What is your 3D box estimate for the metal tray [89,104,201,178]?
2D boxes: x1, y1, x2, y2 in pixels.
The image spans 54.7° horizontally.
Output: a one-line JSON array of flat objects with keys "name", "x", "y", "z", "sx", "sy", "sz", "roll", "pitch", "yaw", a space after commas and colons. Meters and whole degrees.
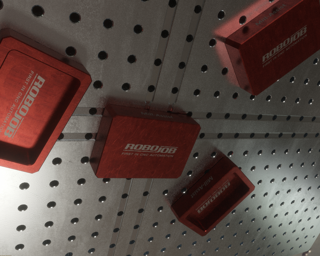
[{"name": "metal tray", "x": -0.018, "y": 0.022, "z": 0.414, "sx": 0.131, "sy": 0.030, "sz": 0.089, "roll": 6, "pitch": 115, "yaw": -32}]

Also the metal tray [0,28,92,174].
[{"name": "metal tray", "x": -0.142, "y": -0.021, "z": 0.317, "sx": 0.090, "sy": 0.030, "sz": 0.129, "roll": 25, "pitch": 105, "yaw": -37}]

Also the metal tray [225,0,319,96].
[{"name": "metal tray", "x": 0.161, "y": -0.117, "z": 0.426, "sx": 0.130, "sy": 0.030, "sz": 0.090, "roll": -36, "pitch": 130, "yaw": -5}]

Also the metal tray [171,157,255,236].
[{"name": "metal tray", "x": 0.094, "y": 0.121, "z": 0.536, "sx": 0.130, "sy": 0.030, "sz": 0.090, "roll": -44, "pitch": 130, "yaw": 2}]
